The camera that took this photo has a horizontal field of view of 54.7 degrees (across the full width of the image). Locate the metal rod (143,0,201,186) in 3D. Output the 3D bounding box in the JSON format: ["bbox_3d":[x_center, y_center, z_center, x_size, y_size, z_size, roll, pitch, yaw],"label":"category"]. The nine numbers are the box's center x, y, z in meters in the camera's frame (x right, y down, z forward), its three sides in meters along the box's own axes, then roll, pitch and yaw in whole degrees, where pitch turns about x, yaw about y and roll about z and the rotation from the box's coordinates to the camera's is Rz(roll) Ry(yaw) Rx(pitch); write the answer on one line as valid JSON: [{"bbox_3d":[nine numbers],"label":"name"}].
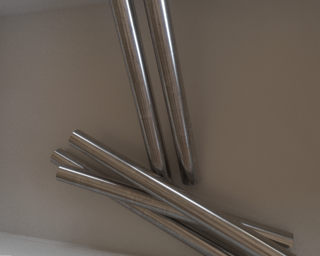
[{"bbox_3d":[0.010,-0.067,0.339,0.025,0.025,0.298,-4,115,20],"label":"metal rod"}]

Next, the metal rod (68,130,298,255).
[{"bbox_3d":[0.011,0.079,0.370,0.301,0.025,0.025,27,99,19],"label":"metal rod"}]

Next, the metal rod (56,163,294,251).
[{"bbox_3d":[0.008,0.097,0.390,0.301,0.025,0.025,15,95,12],"label":"metal rod"}]

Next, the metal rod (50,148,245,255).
[{"bbox_3d":[-0.026,0.105,0.418,0.301,0.025,0.025,26,99,17],"label":"metal rod"}]

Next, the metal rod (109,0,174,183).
[{"bbox_3d":[-0.023,-0.055,0.353,0.025,0.025,0.298,-4,113,19],"label":"metal rod"}]
